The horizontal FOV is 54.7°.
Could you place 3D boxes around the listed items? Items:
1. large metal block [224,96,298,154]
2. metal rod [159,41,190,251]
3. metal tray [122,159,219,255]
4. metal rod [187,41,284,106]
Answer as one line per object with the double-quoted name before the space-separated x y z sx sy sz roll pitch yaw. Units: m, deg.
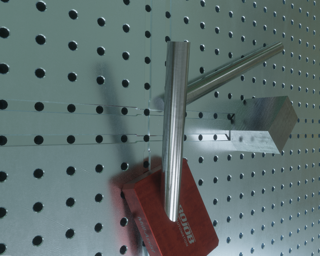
"large metal block" 0.168 -0.006 0.514 0.080 0.080 0.050 -52 121 -27
"metal rod" 0.014 0.050 0.375 0.025 0.025 0.298 -12 112 -39
"metal tray" 0.017 0.115 0.402 0.091 0.030 0.129 -24 93 -38
"metal rod" 0.121 -0.094 0.510 0.302 0.025 0.025 -30 109 -36
